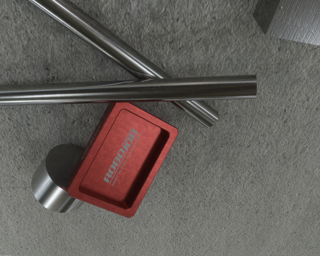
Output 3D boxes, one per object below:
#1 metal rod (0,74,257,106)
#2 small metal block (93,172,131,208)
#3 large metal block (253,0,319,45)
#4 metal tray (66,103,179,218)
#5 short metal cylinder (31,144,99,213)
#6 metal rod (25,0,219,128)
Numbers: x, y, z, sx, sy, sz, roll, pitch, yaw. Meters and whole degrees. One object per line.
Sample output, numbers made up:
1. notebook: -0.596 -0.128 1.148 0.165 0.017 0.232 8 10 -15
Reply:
1. metal rod: -0.050 -0.040 0.345 0.301 0.025 0.025 -1 131 10
2. small metal block: -0.076 0.099 0.490 0.050 0.025 0.050 11 129 -10
3. large metal block: 0.144 -0.126 0.286 0.081 0.050 0.079 8 130 -7
4. metal tray: -0.046 0.037 0.389 0.090 0.030 0.130 28 90 -22
5. short metal cylinder: -0.127 0.069 0.427 0.080 0.080 0.050 28 125 -22
6. metal rod: -0.048 -0.085 0.334 0.301 0.025 0.025 33 123 -25
